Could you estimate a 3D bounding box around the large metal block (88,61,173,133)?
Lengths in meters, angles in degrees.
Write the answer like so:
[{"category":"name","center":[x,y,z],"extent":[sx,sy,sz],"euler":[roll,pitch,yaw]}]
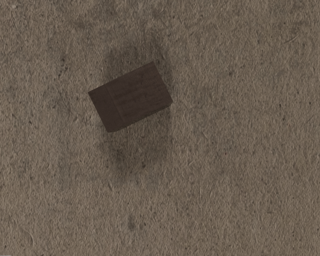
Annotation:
[{"category":"large metal block","center":[-0.033,-0.035,0.382],"extent":[0.080,0.080,0.050],"euler":[-26,90,0]}]
